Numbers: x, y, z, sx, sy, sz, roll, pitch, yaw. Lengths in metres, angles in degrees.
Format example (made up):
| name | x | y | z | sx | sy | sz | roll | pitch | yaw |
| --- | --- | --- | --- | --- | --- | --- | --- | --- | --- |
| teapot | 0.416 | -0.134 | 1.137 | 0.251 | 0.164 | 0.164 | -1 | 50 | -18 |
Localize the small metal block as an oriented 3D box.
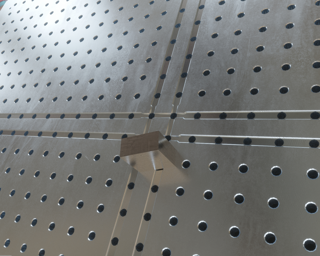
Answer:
| name | x | y | z | sx | sy | sz | roll | pitch | yaw |
| --- | --- | --- | --- | --- | --- | --- | --- | --- | --- |
| small metal block | -0.014 | 0.030 | 0.382 | 0.050 | 0.050 | 0.025 | -13 | 57 | 21 |
